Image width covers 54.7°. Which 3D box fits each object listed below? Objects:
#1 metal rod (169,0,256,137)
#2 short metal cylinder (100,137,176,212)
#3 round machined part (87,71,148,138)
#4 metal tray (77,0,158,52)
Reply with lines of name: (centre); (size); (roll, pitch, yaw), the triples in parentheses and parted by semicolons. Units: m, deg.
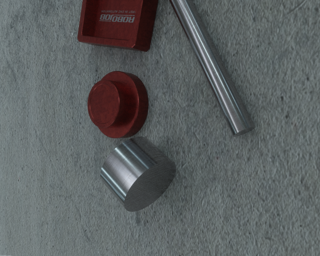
metal rod: (0.037, -0.129, 0.372); (0.025, 0.025, 0.299); (-34, 69, 34)
short metal cylinder: (-0.027, 0.058, 0.389); (0.050, 0.081, 0.079); (41, 115, 32)
round machined part: (-0.067, -0.034, 0.447); (0.098, 0.042, 0.097); (0, 90, 39)
metal tray: (-0.065, -0.164, 0.452); (0.130, 0.030, 0.089); (18, 101, 38)
